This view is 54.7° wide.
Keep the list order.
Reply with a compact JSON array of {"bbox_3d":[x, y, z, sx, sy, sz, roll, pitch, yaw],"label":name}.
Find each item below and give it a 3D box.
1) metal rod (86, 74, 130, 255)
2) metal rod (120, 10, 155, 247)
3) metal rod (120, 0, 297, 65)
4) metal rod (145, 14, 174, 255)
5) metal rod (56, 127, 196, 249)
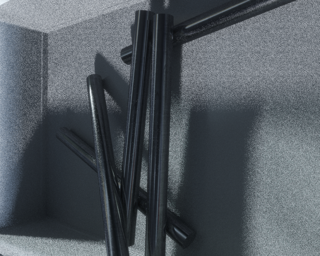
[{"bbox_3d":[-0.073,0.046,0.418,0.025,0.025,0.299,-38,52,33],"label":"metal rod"},{"bbox_3d":[-0.032,0.004,0.399,0.025,0.025,0.298,9,96,39],"label":"metal rod"},{"bbox_3d":[0.067,-0.124,0.351,0.300,0.025,0.025,-11,83,39],"label":"metal rod"},{"bbox_3d":[-0.001,0.017,0.373,0.025,0.025,0.298,3,92,40],"label":"metal rod"},{"bbox_3d":[-0.069,0.073,0.463,0.300,0.025,0.025,31,110,35],"label":"metal rod"}]
